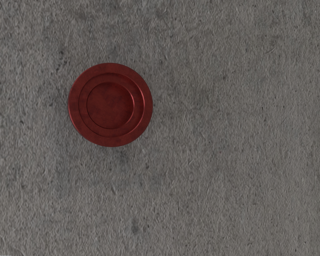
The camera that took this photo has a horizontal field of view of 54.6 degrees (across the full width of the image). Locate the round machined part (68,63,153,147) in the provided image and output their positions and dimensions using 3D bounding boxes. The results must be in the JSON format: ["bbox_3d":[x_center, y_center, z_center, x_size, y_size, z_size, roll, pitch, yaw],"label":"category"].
[{"bbox_3d":[-0.062,-0.027,0.377,0.099,0.042,0.097,0,90,-20],"label":"round machined part"}]
